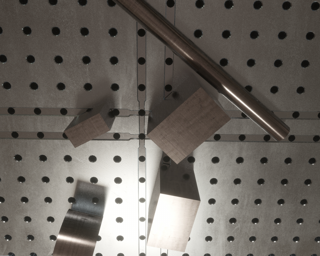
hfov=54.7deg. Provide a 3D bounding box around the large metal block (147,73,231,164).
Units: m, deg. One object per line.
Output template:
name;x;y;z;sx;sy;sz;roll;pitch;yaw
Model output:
large metal block;0.031;-0.015;0.379;0.080;0.080;0.050;-42;105;13

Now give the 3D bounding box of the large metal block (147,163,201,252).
large metal block;0.016;0.106;0.423;0.050;0.080;0.079;12;110;-5

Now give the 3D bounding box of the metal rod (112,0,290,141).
metal rod;0.049;-0.082;0.383;0.301;0.025;0.025;38;106;-13

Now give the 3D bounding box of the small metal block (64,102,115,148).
small metal block;-0.088;-0.005;0.397;0.050;0.050;0.025;-26;108;9

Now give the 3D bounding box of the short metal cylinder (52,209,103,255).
short metal cylinder;-0.116;0.161;0.442;0.050;0.080;0.079;15;109;-6
